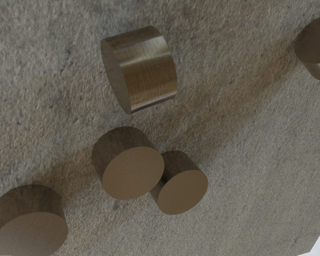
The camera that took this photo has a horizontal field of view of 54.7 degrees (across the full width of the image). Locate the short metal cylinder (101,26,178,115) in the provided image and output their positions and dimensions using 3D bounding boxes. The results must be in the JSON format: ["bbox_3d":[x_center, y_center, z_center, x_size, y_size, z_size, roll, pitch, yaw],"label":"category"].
[{"bbox_3d":[-0.023,-0.060,0.323,0.050,0.080,0.080,-22,127,-16],"label":"short metal cylinder"}]

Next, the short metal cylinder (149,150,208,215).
[{"bbox_3d":[0.023,0.080,0.454,0.081,0.050,0.079,-14,125,-21],"label":"short metal cylinder"}]

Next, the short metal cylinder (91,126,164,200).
[{"bbox_3d":[-0.042,0.045,0.397,0.081,0.050,0.079,-14,125,-21],"label":"short metal cylinder"}]

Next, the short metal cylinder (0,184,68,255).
[{"bbox_3d":[-0.158,0.116,0.377,0.081,0.050,0.079,-14,125,-21],"label":"short metal cylinder"}]

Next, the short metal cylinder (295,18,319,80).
[{"bbox_3d":[0.240,-0.112,0.436,0.050,0.080,0.080,30,101,-38],"label":"short metal cylinder"}]
